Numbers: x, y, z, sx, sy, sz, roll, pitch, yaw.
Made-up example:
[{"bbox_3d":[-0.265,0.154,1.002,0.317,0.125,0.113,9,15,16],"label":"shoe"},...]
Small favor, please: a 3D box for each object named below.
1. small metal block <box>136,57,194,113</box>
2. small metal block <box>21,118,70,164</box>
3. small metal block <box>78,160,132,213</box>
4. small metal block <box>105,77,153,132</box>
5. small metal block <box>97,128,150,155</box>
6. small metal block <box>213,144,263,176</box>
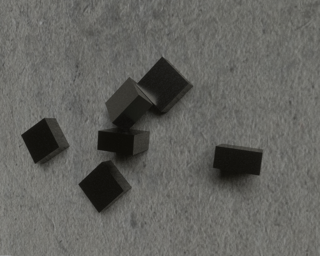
[{"bbox_3d":[0.006,-0.056,0.406,0.050,0.025,0.050,-45,76,14],"label":"small metal block"},{"bbox_3d":[-0.173,0.019,0.468,0.050,0.025,0.050,-33,80,16],"label":"small metal block"},{"bbox_3d":[-0.077,0.081,0.435,0.050,0.025,0.050,-43,77,14],"label":"small metal block"},{"bbox_3d":[-0.042,-0.032,0.409,0.050,0.025,0.050,-45,38,13],"label":"small metal block"},{"bbox_3d":[-0.047,0.016,0.410,0.050,0.050,0.025,7,97,19],"label":"small metal block"},{"bbox_3d":[0.093,0.035,0.363,0.050,0.050,0.025,8,93,19],"label":"small metal block"}]
